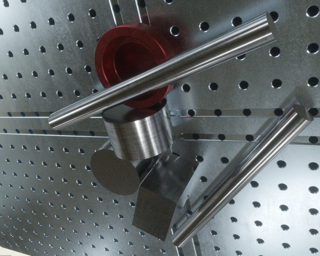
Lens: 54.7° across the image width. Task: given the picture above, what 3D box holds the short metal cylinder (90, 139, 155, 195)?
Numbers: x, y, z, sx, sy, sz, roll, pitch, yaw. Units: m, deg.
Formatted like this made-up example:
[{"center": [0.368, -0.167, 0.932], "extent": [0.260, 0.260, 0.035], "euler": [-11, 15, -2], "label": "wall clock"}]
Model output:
[{"center": [-0.054, 0.052, 0.456], "extent": [0.080, 0.050, 0.079], "euler": [13, 124, 21], "label": "short metal cylinder"}]

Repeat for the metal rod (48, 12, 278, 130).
[{"center": [-0.025, -0.046, 0.340], "extent": [0.300, 0.025, 0.025], "euler": [-18, 109, 35], "label": "metal rod"}]

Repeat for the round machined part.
[{"center": [-0.024, -0.076, 0.366], "extent": [0.098, 0.042, 0.097], "euler": [13, 124, 21], "label": "round machined part"}]

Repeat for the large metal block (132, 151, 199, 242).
[{"center": [0.007, 0.093, 0.429], "extent": [0.050, 0.080, 0.079], "euler": [23, 127, 14], "label": "large metal block"}]

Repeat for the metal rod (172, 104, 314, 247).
[{"center": [0.090, 0.084, 0.415], "extent": [0.025, 0.025, 0.298], "euler": [35, 129, 5], "label": "metal rod"}]

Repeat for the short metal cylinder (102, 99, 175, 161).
[{"center": [-0.026, -0.002, 0.388], "extent": [0.080, 0.080, 0.050], "euler": [0, 119, 28], "label": "short metal cylinder"}]
